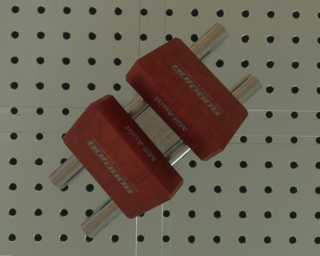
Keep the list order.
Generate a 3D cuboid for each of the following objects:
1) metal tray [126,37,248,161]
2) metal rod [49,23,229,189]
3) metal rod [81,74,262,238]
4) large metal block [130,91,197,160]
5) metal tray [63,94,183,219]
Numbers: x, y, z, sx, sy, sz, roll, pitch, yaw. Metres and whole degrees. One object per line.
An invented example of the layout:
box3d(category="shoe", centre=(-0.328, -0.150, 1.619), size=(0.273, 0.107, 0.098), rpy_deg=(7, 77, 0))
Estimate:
box3d(category="metal tray", centre=(0.035, -0.037, 0.359), size=(0.130, 0.030, 0.090), rpy_deg=(47, 46, 0))
box3d(category="metal rod", centre=(-0.027, -0.030, 0.413), size=(0.300, 0.025, 0.025), rpy_deg=(-43, 91, -1))
box3d(category="metal rod", centre=(0.016, 0.037, 0.414), size=(0.300, 0.025, 0.025), rpy_deg=(-42, 91, -1))
box3d(category="large metal block", centre=(0.001, -0.002, 0.385), size=(0.080, 0.080, 0.050), rpy_deg=(-42, 91, 0))
box3d(category="metal tray", centre=(-0.046, 0.037, 0.359), size=(0.130, 0.030, 0.090), rpy_deg=(50, 133, -1))
